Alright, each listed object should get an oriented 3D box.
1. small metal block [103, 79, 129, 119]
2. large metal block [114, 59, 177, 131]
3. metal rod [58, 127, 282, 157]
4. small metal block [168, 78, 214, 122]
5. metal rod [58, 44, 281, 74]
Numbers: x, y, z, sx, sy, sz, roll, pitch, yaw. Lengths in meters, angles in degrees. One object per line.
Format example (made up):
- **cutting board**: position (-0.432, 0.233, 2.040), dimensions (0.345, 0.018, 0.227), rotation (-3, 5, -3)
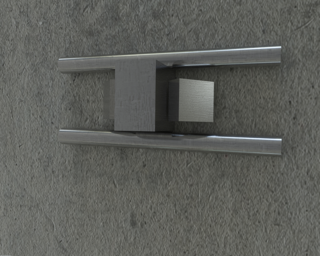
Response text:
- **small metal block**: position (-0.059, -0.037, 0.415), dimensions (0.025, 0.050, 0.050), rotation (1, 91, -20)
- **large metal block**: position (-0.015, -0.037, 0.388), dimensions (0.050, 0.080, 0.079), rotation (1, 90, 20)
- **metal rod**: position (-0.001, 0.017, 0.410), dimensions (0.301, 0.025, 0.025), rotation (2, 91, 19)
- **small metal block**: position (0.038, -0.033, 0.381), dimensions (0.025, 0.050, 0.050), rotation (1, 90, 61)
- **metal rod**: position (-0.002, -0.089, 0.410), dimensions (0.301, 0.025, 0.025), rotation (2, 91, 19)
